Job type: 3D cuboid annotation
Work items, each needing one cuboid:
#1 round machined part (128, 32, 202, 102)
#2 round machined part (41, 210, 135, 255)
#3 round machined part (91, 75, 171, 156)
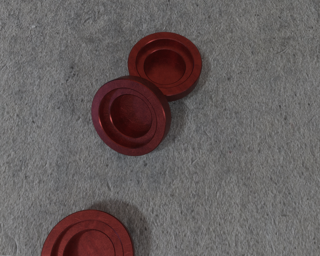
[{"bbox_3d":[0.006,-0.080,0.428,0.099,0.042,0.098,0,70,0],"label":"round machined part"},{"bbox_3d":[-0.077,0.143,0.346,0.099,0.042,0.098,0,70,0],"label":"round machined part"},{"bbox_3d":[-0.032,-0.018,0.387,0.098,0.042,0.097,7,112,19],"label":"round machined part"}]
